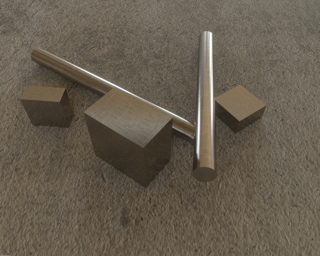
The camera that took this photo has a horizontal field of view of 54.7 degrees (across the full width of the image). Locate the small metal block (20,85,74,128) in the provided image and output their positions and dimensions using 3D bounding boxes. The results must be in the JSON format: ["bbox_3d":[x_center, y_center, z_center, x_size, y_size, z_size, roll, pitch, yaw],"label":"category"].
[{"bbox_3d":[-0.147,-0.027,0.408,0.050,0.050,0.025,4,50,3],"label":"small metal block"}]

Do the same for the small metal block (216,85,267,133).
[{"bbox_3d":[0.108,-0.027,0.428,0.050,0.025,0.050,-28,56,-22],"label":"small metal block"}]

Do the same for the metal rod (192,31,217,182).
[{"bbox_3d":[0.063,-0.054,0.427,0.025,0.025,0.300,5,43,4],"label":"metal rod"}]

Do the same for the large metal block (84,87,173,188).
[{"bbox_3d":[-0.034,0.011,0.358,0.080,0.080,0.050,29,56,22],"label":"large metal block"}]

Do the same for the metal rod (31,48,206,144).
[{"bbox_3d":[-0.072,-0.053,0.446,0.301,0.025,0.025,27,55,21],"label":"metal rod"}]
